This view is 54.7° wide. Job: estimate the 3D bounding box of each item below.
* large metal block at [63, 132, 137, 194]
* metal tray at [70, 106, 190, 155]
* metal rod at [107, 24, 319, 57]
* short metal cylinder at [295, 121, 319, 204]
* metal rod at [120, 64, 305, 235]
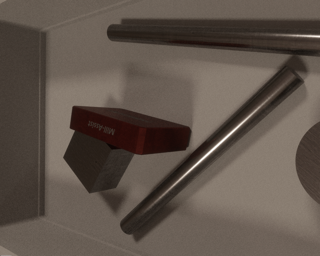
[{"bbox_3d":[-0.091,0.037,0.463,0.080,0.050,0.080,43,116,31],"label":"large metal block"},{"bbox_3d":[-0.040,0.000,0.395,0.130,0.091,0.030,16,101,38],"label":"metal tray"},{"bbox_3d":[0.044,-0.109,0.368,0.300,0.025,0.025,16,100,38],"label":"metal rod"},{"bbox_3d":[0.162,0.028,0.256,0.080,0.050,0.079,0,90,39],"label":"short metal cylinder"},{"bbox_3d":[0.042,0.044,0.370,0.299,0.025,0.025,-48,62,29],"label":"metal rod"}]
